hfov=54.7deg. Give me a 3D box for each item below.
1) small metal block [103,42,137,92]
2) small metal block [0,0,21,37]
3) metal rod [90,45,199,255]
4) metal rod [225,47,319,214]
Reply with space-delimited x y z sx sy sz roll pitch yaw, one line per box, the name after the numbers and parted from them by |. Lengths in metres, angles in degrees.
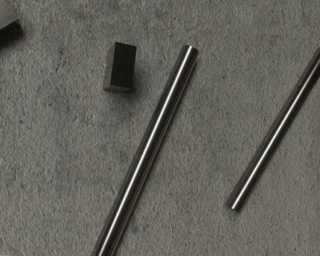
-0.050 -0.072 0.377 0.025 0.050 0.050 8 88 -20 | small metal block
-0.192 -0.124 0.338 0.050 0.025 0.050 -40 103 -16 | small metal block
-0.017 0.029 0.402 0.025 0.025 0.299 26 81 -18 | metal rod
0.187 -0.004 0.477 0.025 0.025 0.300 38 78 -16 | metal rod
